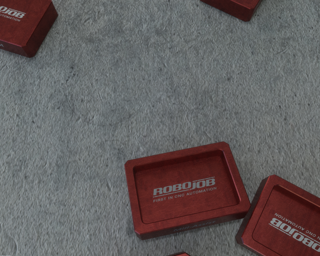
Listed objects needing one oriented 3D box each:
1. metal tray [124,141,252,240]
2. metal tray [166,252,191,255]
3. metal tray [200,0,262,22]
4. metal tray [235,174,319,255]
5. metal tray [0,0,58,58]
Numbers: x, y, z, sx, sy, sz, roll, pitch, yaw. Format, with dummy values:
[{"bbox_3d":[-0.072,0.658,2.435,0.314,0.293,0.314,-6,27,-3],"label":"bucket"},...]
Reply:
[{"bbox_3d":[0.029,0.072,0.369,0.131,0.030,0.090,-11,58,-4],"label":"metal tray"},{"bbox_3d":[-0.020,0.195,0.333,0.131,0.030,0.090,-13,71,-5],"label":"metal tray"},{"bbox_3d":[0.132,-0.241,0.494,0.090,0.030,0.130,30,72,10],"label":"metal tray"},{"bbox_3d":[0.167,0.125,0.360,0.130,0.030,0.090,28,72,9],"label":"metal tray"},{"bbox_3d":[-0.234,-0.166,0.464,0.131,0.030,0.090,18,71,6],"label":"metal tray"}]
